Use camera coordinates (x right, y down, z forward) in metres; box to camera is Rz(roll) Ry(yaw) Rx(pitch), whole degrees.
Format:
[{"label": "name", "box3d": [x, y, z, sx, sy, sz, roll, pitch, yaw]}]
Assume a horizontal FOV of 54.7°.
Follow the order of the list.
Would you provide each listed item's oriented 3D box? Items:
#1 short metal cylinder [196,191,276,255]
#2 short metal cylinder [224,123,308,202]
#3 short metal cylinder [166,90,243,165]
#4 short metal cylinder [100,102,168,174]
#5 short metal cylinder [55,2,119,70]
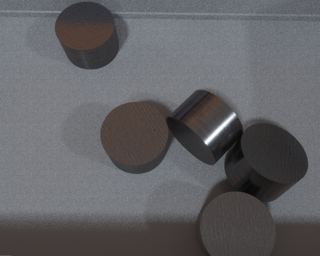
[{"label": "short metal cylinder", "box3d": [0.083, 0.116, 0.354, 0.081, 0.050, 0.080, 0, 70, 0]}, {"label": "short metal cylinder", "box3d": [0.124, 0.041, 0.369, 0.081, 0.050, 0.080, 8, 52, -10]}, {"label": "short metal cylinder", "box3d": [0.054, 0.000, 0.381, 0.080, 0.080, 0.050, 43, 76, 14]}, {"label": "short metal cylinder", "box3d": [-0.030, 0.014, 0.391, 0.081, 0.050, 0.080, 0, 70, 0]}, {"label": "short metal cylinder", "box3d": [-0.102, -0.131, 0.444, 0.081, 0.050, 0.080, 0, 70, 0]}]
